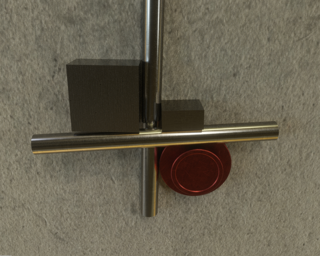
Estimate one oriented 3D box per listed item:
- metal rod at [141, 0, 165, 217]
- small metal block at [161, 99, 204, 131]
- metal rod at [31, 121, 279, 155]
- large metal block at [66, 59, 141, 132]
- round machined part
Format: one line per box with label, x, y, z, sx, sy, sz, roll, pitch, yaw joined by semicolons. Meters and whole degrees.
metal rod;-0.011;-0.016;0.405;0.025;0.025;0.298;1;110;-1
small metal block;0.027;-0.018;0.392;0.050;0.050;0.025;-1;110;0
metal rod;-0.003;0.012;0.389;0.302;0.025;0.025;-3;110;-4
large metal block;-0.065;-0.041;0.381;0.081;0.050;0.079;1;110;-1
round machined part;0.048;0.052;0.421;0.099;0.042;0.097;0;110;-1
